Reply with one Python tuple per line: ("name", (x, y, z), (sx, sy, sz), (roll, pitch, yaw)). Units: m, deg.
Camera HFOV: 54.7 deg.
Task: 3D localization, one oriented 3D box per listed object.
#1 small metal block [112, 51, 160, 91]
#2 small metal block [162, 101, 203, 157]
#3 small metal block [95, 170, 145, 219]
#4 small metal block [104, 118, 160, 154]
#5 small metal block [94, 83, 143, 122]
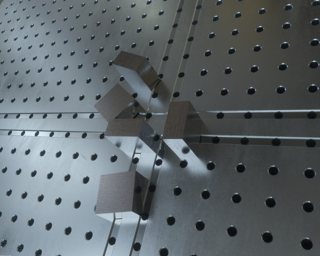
("small metal block", (-0.035, -0.085, 0.461), (0.050, 0.050, 0.025), (24, 75, 36))
("small metal block", (0.029, 0.002, 0.375), (0.025, 0.050, 0.050), (-1, 61, 27))
("small metal block", (-0.048, 0.083, 0.381), (0.050, 0.025, 0.050), (-10, 57, 22))
("small metal block", (-0.035, 0.011, 0.403), (0.050, 0.050, 0.025), (0, 62, 28))
("small metal block", (-0.062, -0.031, 0.458), (0.050, 0.025, 0.050), (-44, 51, -3))
